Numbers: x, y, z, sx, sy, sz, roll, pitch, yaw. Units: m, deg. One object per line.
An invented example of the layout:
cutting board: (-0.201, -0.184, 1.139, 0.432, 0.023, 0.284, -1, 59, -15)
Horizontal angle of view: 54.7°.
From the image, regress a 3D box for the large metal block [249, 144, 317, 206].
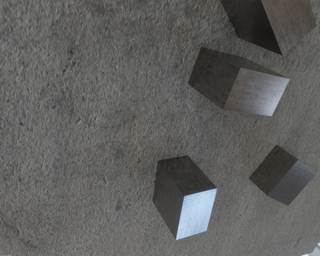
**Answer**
large metal block: (0.225, 0.088, 0.567, 0.080, 0.050, 0.080, 28, 103, -38)

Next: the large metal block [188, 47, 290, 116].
large metal block: (0.095, -0.058, 0.387, 0.081, 0.080, 0.050, 5, 116, -31)

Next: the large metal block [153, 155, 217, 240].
large metal block: (0.032, 0.098, 0.449, 0.050, 0.080, 0.079, -7, 122, -25)

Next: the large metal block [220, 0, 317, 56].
large metal block: (0.117, -0.138, 0.349, 0.050, 0.080, 0.080, -42, 129, 1)
